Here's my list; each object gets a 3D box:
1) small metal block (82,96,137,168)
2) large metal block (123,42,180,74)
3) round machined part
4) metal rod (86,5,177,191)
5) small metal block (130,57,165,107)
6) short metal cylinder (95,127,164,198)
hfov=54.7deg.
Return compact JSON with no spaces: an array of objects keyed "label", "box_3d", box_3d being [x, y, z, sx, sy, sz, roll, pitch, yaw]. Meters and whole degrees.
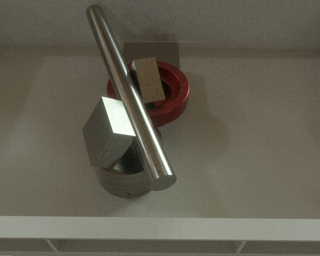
[{"label":"small metal block","box_3d":[-0.053,0.005,0.314,0.025,0.050,0.050,11,40,-37]},{"label":"large metal block","box_3d":[-0.013,-0.081,0.453,0.081,0.050,0.080,0,50,-1]},{"label":"round machined part","box_3d":[-0.014,-0.038,0.386,0.099,0.042,0.098,0,50,0]},{"label":"metal rod","box_3d":[-0.046,-0.060,0.363,0.025,0.025,0.299,-15,52,-12]},{"label":"small metal block","box_3d":[-0.017,-0.050,0.367,0.025,0.050,0.050,-12,86,-15]},{"label":"short metal cylinder","box_3d":[-0.036,0.033,0.359,0.081,0.050,0.080,0,50,0]}]
